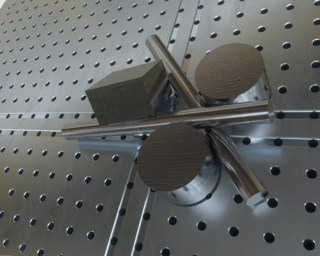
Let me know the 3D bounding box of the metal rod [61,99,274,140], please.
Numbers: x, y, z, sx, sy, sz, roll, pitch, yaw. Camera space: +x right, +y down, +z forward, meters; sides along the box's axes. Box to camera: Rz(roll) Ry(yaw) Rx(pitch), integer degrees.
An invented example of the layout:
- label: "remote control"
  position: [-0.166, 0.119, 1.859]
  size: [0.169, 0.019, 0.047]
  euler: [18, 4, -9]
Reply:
- label: "metal rod"
  position: [-0.014, -0.006, 0.393]
  size: [0.300, 0.025, 0.025]
  euler: [-5, 59, 32]

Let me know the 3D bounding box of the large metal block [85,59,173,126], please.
- label: "large metal block"
  position: [-0.038, -0.048, 0.414]
  size: [0.080, 0.050, 0.080]
  euler: [-10, 23, 23]

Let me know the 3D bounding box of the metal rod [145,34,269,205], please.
- label: "metal rod"
  position: [0.043, -0.034, 0.402]
  size: [0.025, 0.025, 0.300]
  euler: [-33, 51, 7]

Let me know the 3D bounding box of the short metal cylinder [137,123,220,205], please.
- label: "short metal cylinder"
  position: [0.021, 0.041, 0.351]
  size: [0.080, 0.050, 0.080]
  euler: [-13, 56, 21]

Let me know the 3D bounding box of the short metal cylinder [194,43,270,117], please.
- label: "short metal cylinder"
  position: [0.088, -0.055, 0.376]
  size: [0.080, 0.050, 0.080]
  euler: [-13, 56, 21]
